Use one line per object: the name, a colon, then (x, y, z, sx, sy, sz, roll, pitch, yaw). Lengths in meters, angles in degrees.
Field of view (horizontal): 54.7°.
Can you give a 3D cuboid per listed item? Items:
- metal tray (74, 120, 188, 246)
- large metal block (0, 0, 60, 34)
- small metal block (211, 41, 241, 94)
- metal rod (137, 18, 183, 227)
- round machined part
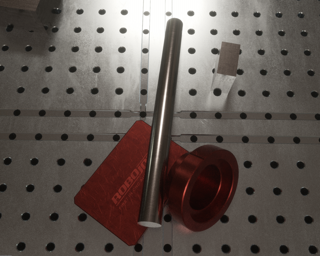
metal tray: (-0.029, 0.065, 0.385, 0.090, 0.030, 0.130, 34, 73, 11)
large metal block: (-0.205, -0.197, 0.468, 0.080, 0.050, 0.080, 10, 70, 3)
small metal block: (0.090, -0.083, 0.430, 0.025, 0.050, 0.050, 11, 70, 4)
metal rod: (0.006, -0.029, 0.395, 0.025, 0.025, 0.300, 6, 60, 2)
round machined part: (0.045, 0.065, 0.360, 0.042, 0.098, 0.098, 20, 67, 45)
